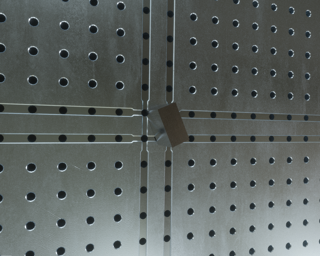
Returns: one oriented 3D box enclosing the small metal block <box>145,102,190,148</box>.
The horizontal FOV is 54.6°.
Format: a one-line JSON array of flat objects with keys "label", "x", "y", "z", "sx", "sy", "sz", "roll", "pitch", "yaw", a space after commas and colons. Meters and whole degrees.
[{"label": "small metal block", "x": 0.008, "y": -0.004, "z": 0.402, "sx": 0.025, "sy": 0.050, "sz": 0.050, "roll": -24, "pitch": 99, "yaw": -18}]
